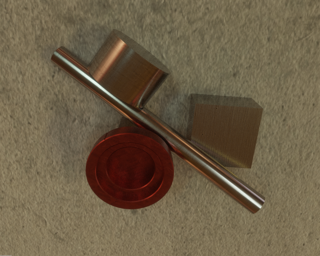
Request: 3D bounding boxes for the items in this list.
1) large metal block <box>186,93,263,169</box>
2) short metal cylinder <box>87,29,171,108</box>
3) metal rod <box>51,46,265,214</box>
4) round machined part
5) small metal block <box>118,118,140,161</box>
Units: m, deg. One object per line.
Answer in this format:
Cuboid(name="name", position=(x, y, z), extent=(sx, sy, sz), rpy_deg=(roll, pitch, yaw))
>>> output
Cuboid(name="large metal block", position=(0.078, 0.003, 0.400), extent=(0.081, 0.050, 0.079), rpy_deg=(4, 110, -2))
Cuboid(name="short metal cylinder", position=(-0.035, -0.068, 0.356), extent=(0.080, 0.080, 0.050), rpy_deg=(36, 106, -13))
Cuboid(name="metal rod", position=(-0.004, 0.001, 0.372), extent=(0.301, 0.025, 0.025), rpy_deg=(37, 106, 2))
Cuboid(name="round machined part", position=(-0.034, 0.043, 0.365), extent=(0.099, 0.042, 0.097), rpy_deg=(0, 112, -1))
Cuboid(name="small metal block", position=(-0.038, 0.016, 0.404), extent=(0.025, 0.050, 0.050), rpy_deg=(-2, 110, 0))
